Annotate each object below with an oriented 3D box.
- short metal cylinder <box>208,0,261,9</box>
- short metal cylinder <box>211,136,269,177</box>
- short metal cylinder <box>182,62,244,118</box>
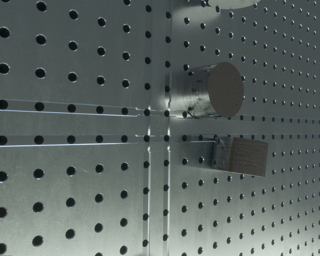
[{"bbox_3d":[0.113,-0.218,0.467,0.081,0.080,0.050,-3,93,-40],"label":"short metal cylinder"},{"bbox_3d":[0.122,0.045,0.475,0.081,0.080,0.050,14,81,-39],"label":"short metal cylinder"},{"bbox_3d":[0.079,-0.054,0.459,0.081,0.050,0.079,0,90,-40],"label":"short metal cylinder"}]
